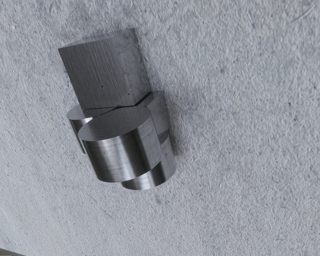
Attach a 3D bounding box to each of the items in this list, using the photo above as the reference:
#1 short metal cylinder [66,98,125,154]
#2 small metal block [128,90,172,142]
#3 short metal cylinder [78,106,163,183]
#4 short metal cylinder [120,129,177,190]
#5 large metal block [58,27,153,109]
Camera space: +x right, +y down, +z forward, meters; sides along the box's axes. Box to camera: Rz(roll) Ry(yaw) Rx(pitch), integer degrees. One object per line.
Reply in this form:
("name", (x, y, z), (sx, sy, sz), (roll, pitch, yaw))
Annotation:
("short metal cylinder", (-0.075, -0.007, 0.409), (0.080, 0.080, 0.050), (-2, 117, 29))
("small metal block", (-0.011, -0.015, 0.391), (0.025, 0.050, 0.050), (1, 119, 28))
("short metal cylinder", (-0.042, 0.015, 0.340), (0.080, 0.080, 0.050), (-2, 117, 29))
("short metal cylinder", (-0.023, 0.037, 0.408), (0.080, 0.080, 0.050), (0, 118, 28))
("large metal block", (-0.065, -0.072, 0.383), (0.080, 0.050, 0.080), (-2, 118, 29))
